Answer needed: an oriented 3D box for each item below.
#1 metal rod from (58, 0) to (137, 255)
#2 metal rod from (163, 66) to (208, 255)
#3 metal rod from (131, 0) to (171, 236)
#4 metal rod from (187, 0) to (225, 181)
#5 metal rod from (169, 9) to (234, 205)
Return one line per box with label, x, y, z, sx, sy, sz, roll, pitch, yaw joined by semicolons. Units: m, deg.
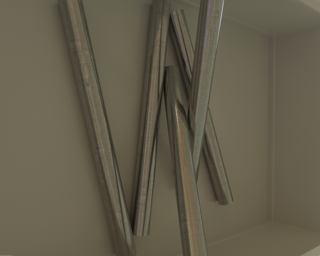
metal rod;-0.068;0.008;0.351;0.025;0.025;0.298;-18;102;-39
metal rod;0.028;0.054;0.353;0.025;0.025;0.299;19;53;-39
metal rod;-0.012;-0.017;0.398;0.025;0.025;0.298;9;84;-40
metal rod;0.049;-0.045;0.376;0.025;0.025;0.298;-20;126;-39
metal rod;0.063;-0.021;0.461;0.025;0.025;0.298;-28;108;-37
